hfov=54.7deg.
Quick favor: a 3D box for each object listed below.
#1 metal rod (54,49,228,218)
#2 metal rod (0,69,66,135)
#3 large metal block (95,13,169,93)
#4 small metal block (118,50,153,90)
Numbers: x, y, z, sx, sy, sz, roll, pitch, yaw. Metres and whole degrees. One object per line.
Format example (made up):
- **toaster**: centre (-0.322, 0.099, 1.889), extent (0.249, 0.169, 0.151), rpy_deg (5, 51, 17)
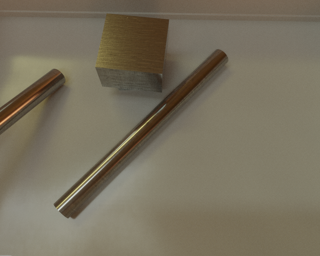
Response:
- **metal rod**: centre (-0.015, -0.002, 0.410), extent (0.025, 0.025, 0.301), rpy_deg (42, 75, 13)
- **metal rod**: centre (-0.213, 0.021, 0.341), extent (0.025, 0.025, 0.301), rpy_deg (29, 50, 10)
- **large metal block**: centre (-0.033, -0.097, 0.405), extent (0.080, 0.050, 0.080), rpy_deg (6, 70, 2)
- **small metal block**: centre (-0.034, -0.082, 0.439), extent (0.050, 0.025, 0.050), rpy_deg (-2, 70, -1)
